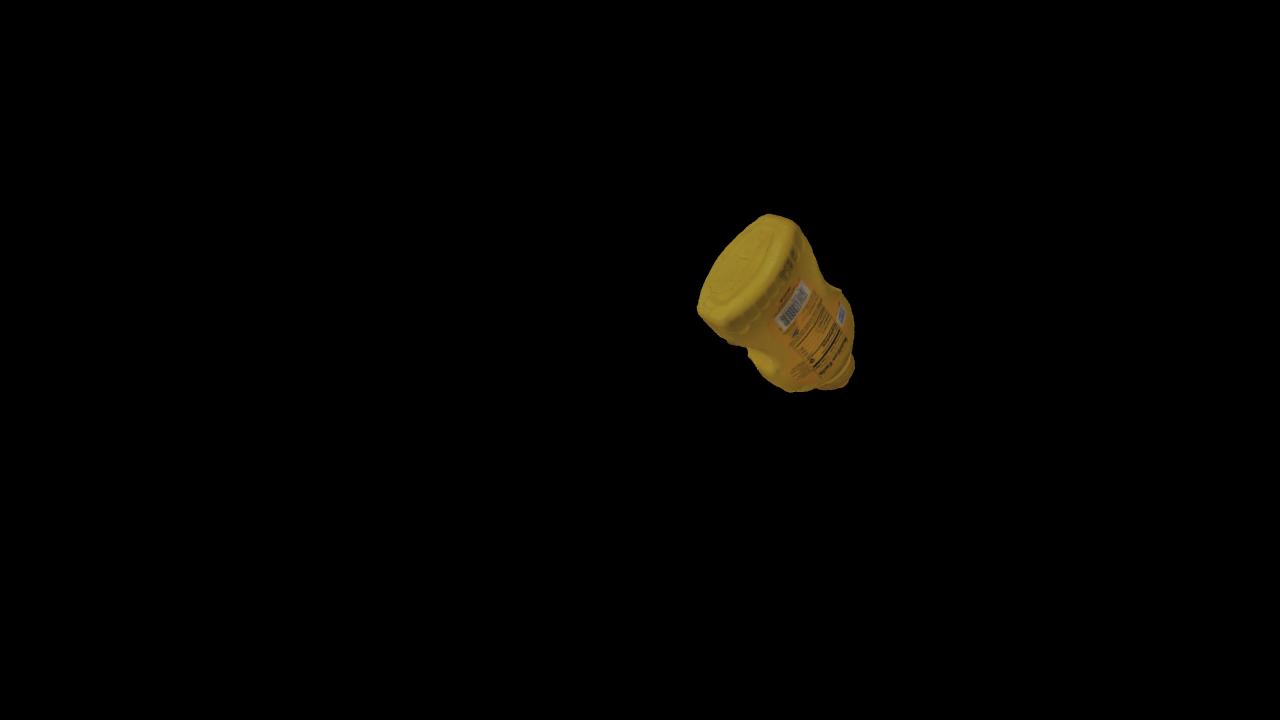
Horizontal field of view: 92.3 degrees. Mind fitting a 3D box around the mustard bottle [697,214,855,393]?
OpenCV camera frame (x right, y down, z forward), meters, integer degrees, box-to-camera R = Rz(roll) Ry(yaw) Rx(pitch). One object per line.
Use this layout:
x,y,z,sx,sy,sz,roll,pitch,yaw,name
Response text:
0.122,-0.023,0.475,0.054,0.092,0.184,25,-9,46,mustard bottle
